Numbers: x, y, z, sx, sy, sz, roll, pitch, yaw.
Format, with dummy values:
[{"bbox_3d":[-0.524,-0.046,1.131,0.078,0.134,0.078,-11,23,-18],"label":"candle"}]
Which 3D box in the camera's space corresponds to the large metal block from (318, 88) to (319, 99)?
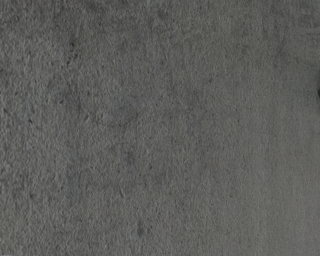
[{"bbox_3d":[0.433,-0.079,0.750,0.080,0.050,0.080,-47,118,-30],"label":"large metal block"}]
